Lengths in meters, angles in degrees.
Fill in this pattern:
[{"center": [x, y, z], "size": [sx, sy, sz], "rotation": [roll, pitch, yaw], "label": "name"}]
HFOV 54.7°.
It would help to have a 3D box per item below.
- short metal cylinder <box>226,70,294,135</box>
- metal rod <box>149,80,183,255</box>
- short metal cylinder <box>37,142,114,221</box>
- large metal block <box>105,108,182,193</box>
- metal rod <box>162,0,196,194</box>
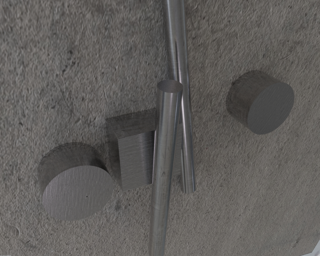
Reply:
[{"center": [0.143, -0.037, 0.446], "size": [0.081, 0.050, 0.079], "rotation": [-14, 124, -21], "label": "short metal cylinder"}, {"center": [0.002, 0.076, 0.390], "size": [0.025, 0.025, 0.298], "rotation": [-14, 132, -21], "label": "metal rod"}, {"center": [-0.103, 0.064, 0.374], "size": [0.081, 0.050, 0.079], "rotation": [-14, 124, -21], "label": "short metal cylinder"}, {"center": [-0.020, 0.025, 0.396], "size": [0.081, 0.050, 0.079], "rotation": [-14, 124, -21], "label": "large metal block"}, {"center": [0.029, -0.027, 0.405], "size": [0.025, 0.025, 0.298], "rotation": [-20, 126, -17], "label": "metal rod"}]
